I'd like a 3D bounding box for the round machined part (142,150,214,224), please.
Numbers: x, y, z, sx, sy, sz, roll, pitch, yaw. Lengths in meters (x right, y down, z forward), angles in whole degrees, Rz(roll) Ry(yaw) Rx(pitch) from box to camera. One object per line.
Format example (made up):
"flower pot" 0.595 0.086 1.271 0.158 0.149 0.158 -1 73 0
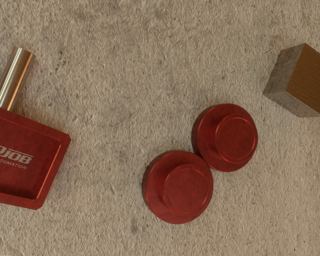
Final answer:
"round machined part" 0.029 0.079 0.411 0.099 0.042 0.097 0 90 -20

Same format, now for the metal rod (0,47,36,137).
"metal rod" -0.202 0.054 0.334 0.025 0.025 0.299 22 83 -19

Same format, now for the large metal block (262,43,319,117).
"large metal block" 0.218 -0.070 0.477 0.080 0.050 0.080 28 81 -18

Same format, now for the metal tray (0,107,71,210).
"metal tray" -0.170 0.025 0.319 0.131 0.030 0.090 28 79 -39

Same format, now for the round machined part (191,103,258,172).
"round machined part" 0.098 0.014 0.436 0.099 0.042 0.097 0 90 -20
